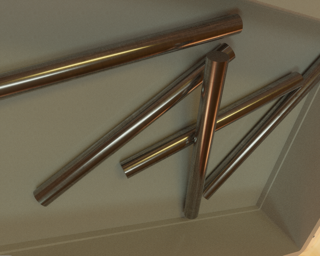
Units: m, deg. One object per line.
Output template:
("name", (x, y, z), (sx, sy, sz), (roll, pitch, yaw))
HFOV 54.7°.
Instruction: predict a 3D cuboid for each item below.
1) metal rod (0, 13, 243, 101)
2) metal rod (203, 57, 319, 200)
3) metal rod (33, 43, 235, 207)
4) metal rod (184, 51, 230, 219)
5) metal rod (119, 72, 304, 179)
("metal rod", (-0.041, -0.080, 0.337), (0.302, 0.025, 0.025), (-20, 126, -17))
("metal rod", (0.170, 0.000, 0.504), (0.299, 0.025, 0.025), (-48, 129, 6))
("metal rod", (-0.030, -0.006, 0.390), (0.301, 0.025, 0.025), (-38, 130, -3))
("metal rod", (0.058, 0.034, 0.432), (0.025, 0.025, 0.298), (-16, 135, -20))
("metal rod", (0.082, -0.009, 0.450), (0.302, 0.025, 0.025), (-27, 128, -12))
